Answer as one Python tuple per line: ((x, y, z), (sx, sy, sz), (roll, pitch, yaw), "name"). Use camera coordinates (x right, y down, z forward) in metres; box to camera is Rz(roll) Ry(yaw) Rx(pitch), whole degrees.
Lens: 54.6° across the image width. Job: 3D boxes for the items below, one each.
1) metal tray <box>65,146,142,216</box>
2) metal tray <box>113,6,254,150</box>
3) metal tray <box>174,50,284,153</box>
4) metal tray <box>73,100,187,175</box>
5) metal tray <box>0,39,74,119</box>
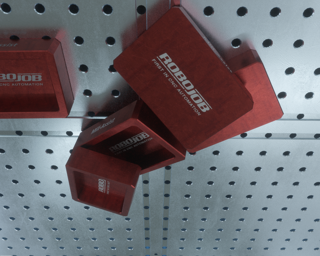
((-0.080, 0.080, 0.440), (0.090, 0.030, 0.129), (17, 146, 0), "metal tray")
((0.026, -0.051, 0.334), (0.090, 0.030, 0.130), (-37, 102, 22), "metal tray")
((0.074, -0.028, 0.385), (0.130, 0.030, 0.090), (-24, 126, 19), "metal tray")
((-0.040, 0.023, 0.404), (0.130, 0.030, 0.090), (-25, 128, 39), "metal tray")
((-0.176, -0.055, 0.360), (0.131, 0.030, 0.089), (-1, 130, 0), "metal tray")
